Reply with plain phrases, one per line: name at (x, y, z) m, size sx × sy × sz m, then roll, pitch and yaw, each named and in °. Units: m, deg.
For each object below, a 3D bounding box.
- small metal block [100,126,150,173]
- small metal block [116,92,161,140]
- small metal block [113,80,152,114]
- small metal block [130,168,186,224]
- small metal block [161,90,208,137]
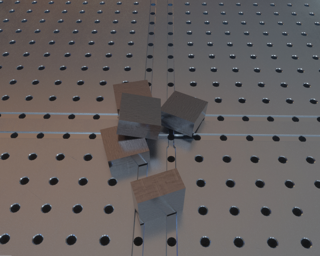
small metal block at (-0.044, 0.023, 0.389) m, size 0.050 × 0.025 × 0.050 m, roll -14°, pitch 52°, yaw -11°
small metal block at (-0.026, -0.015, 0.388) m, size 0.050 × 0.025 × 0.050 m, roll 8°, pitch 45°, yaw -10°
small metal block at (-0.038, -0.040, 0.441) m, size 0.050 × 0.025 × 0.050 m, roll -9°, pitch 51°, yaw -8°
small metal block at (-0.002, 0.073, 0.330) m, size 0.050 × 0.050 × 0.025 m, roll -15°, pitch 52°, yaw -12°
small metal block at (0.031, -0.020, 0.421) m, size 0.050 × 0.025 × 0.050 m, roll 21°, pitch 45°, yaw 17°
